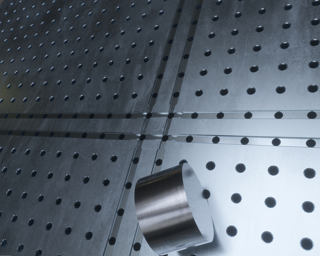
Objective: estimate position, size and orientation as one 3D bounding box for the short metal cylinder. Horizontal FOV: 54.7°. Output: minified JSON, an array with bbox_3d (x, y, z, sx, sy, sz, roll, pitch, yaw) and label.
[{"bbox_3d":[0.016,0.081,0.314,0.050,0.080,0.080,-22,54,15],"label":"short metal cylinder"}]
